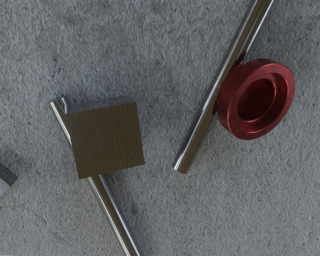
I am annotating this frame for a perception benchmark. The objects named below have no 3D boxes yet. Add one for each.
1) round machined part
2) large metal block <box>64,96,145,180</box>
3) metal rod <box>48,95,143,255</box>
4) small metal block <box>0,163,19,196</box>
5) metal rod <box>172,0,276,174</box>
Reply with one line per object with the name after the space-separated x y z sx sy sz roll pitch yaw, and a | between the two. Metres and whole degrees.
0.110 -0.038 0.375 0.099 0.042 0.097 -14 125 -22 | round machined part
-0.069 0.009 0.384 0.081 0.050 0.079 -11 107 -16 | large metal block
-0.080 0.094 0.443 0.025 0.025 0.298 -19 109 6 | metal rod
-0.240 0.074 0.434 0.050 0.025 0.050 -39 106 13 | small metal block
0.086 -0.073 0.384 0.025 0.025 0.298 21 108 -8 | metal rod
